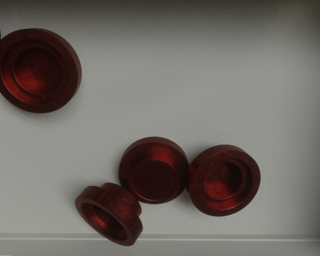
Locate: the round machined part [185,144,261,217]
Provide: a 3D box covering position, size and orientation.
[{"bbox_3d":[0.082,0.067,0.422,0.099,0.042,0.097,-4,109,-11],"label":"round machined part"}]

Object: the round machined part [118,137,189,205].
[{"bbox_3d":[-0.008,0.065,0.426,0.099,0.042,0.097,0,110,-1],"label":"round machined part"}]

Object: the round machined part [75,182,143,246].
[{"bbox_3d":[-0.064,0.113,0.426,0.098,0.042,0.097,22,138,21],"label":"round machined part"}]

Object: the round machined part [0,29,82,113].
[{"bbox_3d":[-0.144,-0.070,0.374,0.099,0.042,0.097,0,110,-1],"label":"round machined part"}]
